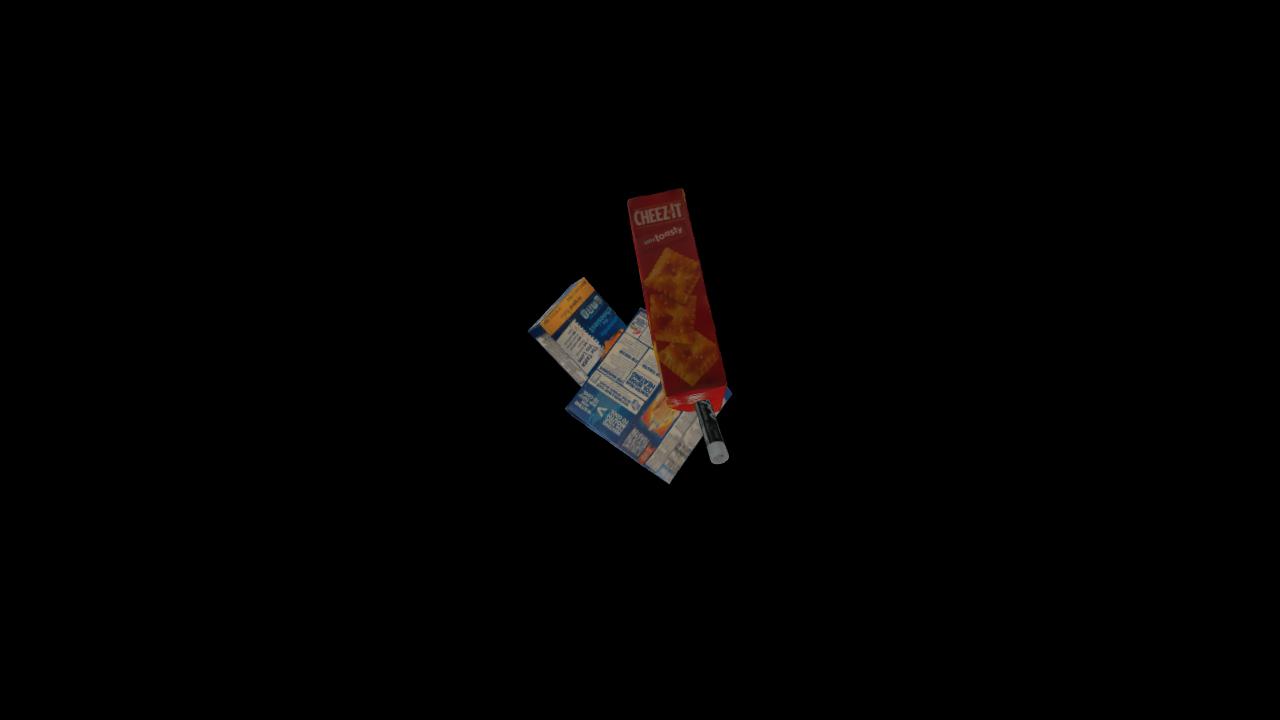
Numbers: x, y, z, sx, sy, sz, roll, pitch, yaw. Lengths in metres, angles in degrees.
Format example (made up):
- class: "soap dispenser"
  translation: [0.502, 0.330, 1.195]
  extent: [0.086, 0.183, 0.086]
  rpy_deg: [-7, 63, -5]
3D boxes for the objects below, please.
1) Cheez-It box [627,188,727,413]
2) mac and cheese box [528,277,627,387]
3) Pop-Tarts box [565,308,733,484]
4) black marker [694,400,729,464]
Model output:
- class: "Cheez-It box"
  translation: [0.043, -0.054, 0.700]
  extent: [0.071, 0.223, 0.166]
  rpy_deg: [-11, -14, 2]
- class: "mac and cheese box"
  translation: [-0.041, -0.001, 0.751]
  extent: [0.041, 0.184, 0.093]
  rpy_deg: [-22, 25, 53]
- class: "Pop-Tarts box"
  translation: [0.018, 0.047, 0.713]
  extent: [0.083, 0.141, 0.167]
  rpy_deg: [31, -9, 32]
- class: "black marker"
  translation: [0.068, 0.054, 0.641]
  extent: [0.020, 0.121, 0.020]
  rpy_deg: [-7, -44, -7]
